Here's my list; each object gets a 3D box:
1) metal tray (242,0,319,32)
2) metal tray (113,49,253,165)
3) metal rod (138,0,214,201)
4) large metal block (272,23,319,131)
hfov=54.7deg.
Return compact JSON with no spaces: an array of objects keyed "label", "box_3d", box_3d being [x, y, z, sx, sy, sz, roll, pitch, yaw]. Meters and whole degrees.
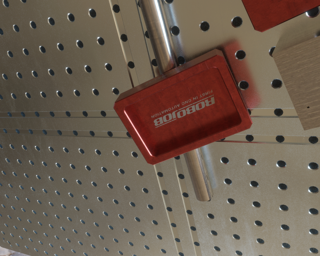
[{"label":"metal tray","box_3d":[0.125,-0.148,0.251,0.130,0.030,0.090,-19,109,35]},{"label":"metal tray","box_3d":[0.026,-0.020,0.352,0.130,0.030,0.090,-23,111,17]},{"label":"metal rod","box_3d":[0.022,-0.035,0.377,0.025,0.025,0.298,-3,117,30]},{"label":"large metal block","box_3d":[0.159,-0.053,0.278,0.080,0.050,0.080,-18,109,35]}]
